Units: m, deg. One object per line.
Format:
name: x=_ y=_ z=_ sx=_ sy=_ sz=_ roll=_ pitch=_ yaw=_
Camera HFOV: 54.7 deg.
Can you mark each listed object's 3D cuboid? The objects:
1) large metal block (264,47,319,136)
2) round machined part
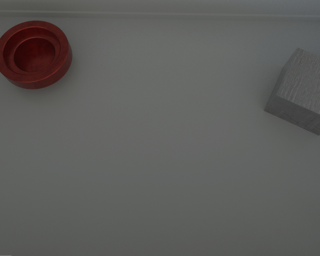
large metal block: x=0.200 y=-0.048 z=0.417 sx=0.080 sy=0.050 sz=0.080 roll=26 pitch=72 yaw=9
round machined part: x=-0.172 y=-0.097 z=0.434 sx=0.099 sy=0.042 sz=0.098 roll=0 pitch=70 yaw=-1
